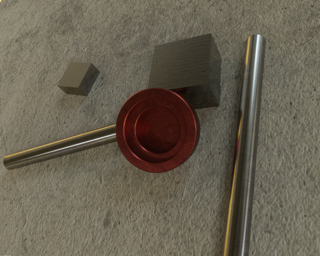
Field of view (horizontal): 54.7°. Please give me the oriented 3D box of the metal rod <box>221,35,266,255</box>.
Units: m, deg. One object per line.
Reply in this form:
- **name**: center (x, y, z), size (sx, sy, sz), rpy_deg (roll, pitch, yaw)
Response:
- **metal rod**: center (0.095, 0.018, 0.342), size (0.025, 0.025, 0.300), rpy_deg (-1, 61, 27)

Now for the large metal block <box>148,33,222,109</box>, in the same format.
- **large metal block**: center (0.035, -0.071, 0.412), size (0.080, 0.050, 0.080), rpy_deg (-6, 59, 24)

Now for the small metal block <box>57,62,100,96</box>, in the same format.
- **small metal block**: center (-0.138, -0.084, 0.525), size (0.050, 0.025, 0.050), rpy_deg (9, 66, 31)

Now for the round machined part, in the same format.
- **round machined part**: center (0.000, 0.002, 0.373), size (0.098, 0.042, 0.097), rpy_deg (1, 92, 19)

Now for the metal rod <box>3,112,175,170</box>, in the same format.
- **metal rod**: center (-0.102, 0.017, 0.444), size (0.301, 0.025, 0.025), rpy_deg (-15, 56, 19)
